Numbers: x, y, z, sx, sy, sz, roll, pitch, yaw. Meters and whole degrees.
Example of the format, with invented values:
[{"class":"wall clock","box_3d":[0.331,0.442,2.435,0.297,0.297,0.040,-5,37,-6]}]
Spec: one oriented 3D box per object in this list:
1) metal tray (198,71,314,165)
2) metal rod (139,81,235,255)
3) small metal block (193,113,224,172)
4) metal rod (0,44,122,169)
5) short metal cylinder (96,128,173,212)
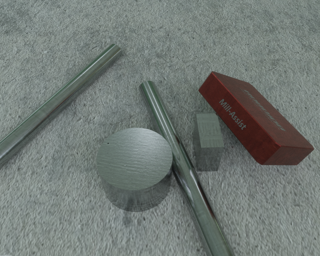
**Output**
[{"class":"metal tray","box_3d":[0.116,-0.013,0.381,0.091,0.030,0.130,6,40,-42]},{"class":"metal rod","box_3d":[0.028,0.050,0.361,0.025,0.025,0.300,-14,51,-12]},{"class":"small metal block","box_3d":[0.057,0.018,0.372,0.025,0.050,0.050,-2,50,-1]},{"class":"metal rod","box_3d":[-0.148,-0.028,0.425,0.025,0.025,0.301,24,54,19]},{"class":"short metal cylinder","box_3d":[-0.027,0.046,0.348,0.081,0.050,0.080,0,50,0]}]
